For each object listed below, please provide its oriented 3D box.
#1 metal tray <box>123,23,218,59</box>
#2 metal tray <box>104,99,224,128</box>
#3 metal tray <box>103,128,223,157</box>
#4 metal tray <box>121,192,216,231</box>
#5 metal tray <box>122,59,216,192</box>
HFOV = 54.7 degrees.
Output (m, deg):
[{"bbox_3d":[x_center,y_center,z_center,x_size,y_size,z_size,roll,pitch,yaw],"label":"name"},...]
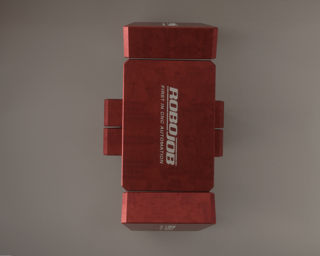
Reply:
[{"bbox_3d":[0.010,-0.104,0.357,0.091,0.130,0.030,1,111,0],"label":"metal tray"},{"bbox_3d":[0.005,-0.016,0.378,0.131,0.090,0.030,1,90,0],"label":"metal tray"},{"bbox_3d":[0.004,0.015,0.378,0.131,0.090,0.030,1,90,0],"label":"metal tray"},{"bbox_3d":[0.008,0.099,0.356,0.091,0.130,0.030,0,69,-1],"label":"metal tray"},{"bbox_3d":[0.008,-0.002,0.317,0.091,0.030,0.129,1,90,-1],"label":"metal tray"}]
